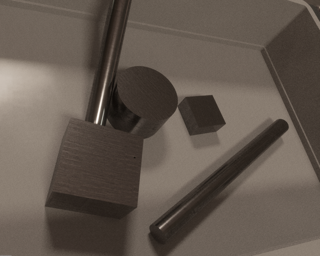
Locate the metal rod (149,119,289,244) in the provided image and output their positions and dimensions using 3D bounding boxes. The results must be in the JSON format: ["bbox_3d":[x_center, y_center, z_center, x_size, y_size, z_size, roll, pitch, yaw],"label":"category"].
[{"bbox_3d":[0.101,0.056,0.427,0.302,0.025,0.025,-30,79,-38],"label":"metal rod"}]

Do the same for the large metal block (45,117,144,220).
[{"bbox_3d":[-0.067,0.044,0.327,0.081,0.050,0.080,16,55,-19],"label":"large metal block"}]

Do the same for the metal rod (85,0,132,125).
[{"bbox_3d":[-0.047,-0.150,0.371,0.025,0.025,0.298,12,90,-22],"label":"metal rod"}]

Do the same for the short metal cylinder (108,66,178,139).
[{"bbox_3d":[-0.024,-0.032,0.397,0.081,0.050,0.080,14,56,-21],"label":"short metal cylinder"}]

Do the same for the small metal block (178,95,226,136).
[{"bbox_3d":[0.061,-0.019,0.452,0.050,0.025,0.050,-8,66,-32],"label":"small metal block"}]
